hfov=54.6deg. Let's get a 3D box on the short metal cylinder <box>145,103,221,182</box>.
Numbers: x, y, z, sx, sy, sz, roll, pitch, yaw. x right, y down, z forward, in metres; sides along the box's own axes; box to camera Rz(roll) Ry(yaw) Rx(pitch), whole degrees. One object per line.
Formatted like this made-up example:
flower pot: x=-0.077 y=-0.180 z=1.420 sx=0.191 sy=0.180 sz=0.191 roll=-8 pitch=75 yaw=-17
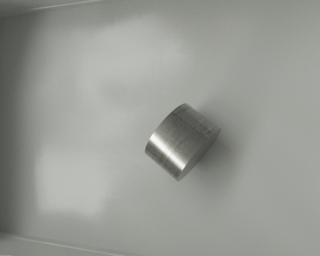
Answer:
short metal cylinder: x=0.028 y=0.017 z=0.372 sx=0.050 sy=0.080 sz=0.080 roll=39 pitch=103 yaw=16
